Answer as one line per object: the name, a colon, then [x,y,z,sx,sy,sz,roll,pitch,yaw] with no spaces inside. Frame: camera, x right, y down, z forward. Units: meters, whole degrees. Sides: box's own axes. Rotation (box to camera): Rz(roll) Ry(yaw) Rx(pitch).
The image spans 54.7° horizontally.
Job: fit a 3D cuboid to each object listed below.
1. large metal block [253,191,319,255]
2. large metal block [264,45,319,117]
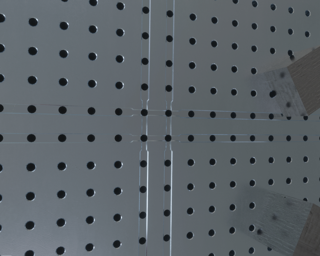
large metal block: [0.196,0.148,0.456,0.050,0.080,0.080,30,80,-18]
large metal block: [0.223,-0.072,0.481,0.080,0.050,0.080,-31,101,-17]
